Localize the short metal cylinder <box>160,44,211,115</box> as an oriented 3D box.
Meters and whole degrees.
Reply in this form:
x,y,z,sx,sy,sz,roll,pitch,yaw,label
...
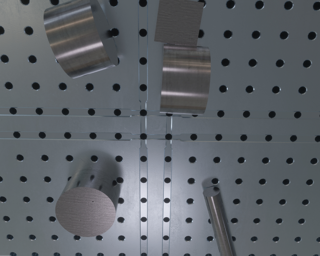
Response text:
x,y,z,sx,sy,sz,roll,pitch,yaw,label
0.027,-0.056,0.364,0.050,0.080,0.079,3,110,-1,short metal cylinder

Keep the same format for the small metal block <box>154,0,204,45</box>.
x,y,z,sx,sy,sz,roll,pitch,yaw,label
0.021,-0.126,0.367,0.050,0.025,0.050,8,110,-3,small metal block

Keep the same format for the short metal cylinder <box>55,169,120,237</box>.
x,y,z,sx,sy,sz,roll,pitch,yaw,label
-0.100,0.105,0.438,0.081,0.050,0.079,0,110,0,short metal cylinder

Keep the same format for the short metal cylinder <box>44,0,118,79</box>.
x,y,z,sx,sy,sz,roll,pitch,yaw,label
-0.085,-0.101,0.346,0.050,0.080,0.080,-16,110,6,short metal cylinder

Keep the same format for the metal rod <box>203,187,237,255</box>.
x,y,z,sx,sy,sz,roll,pitch,yaw,label
0.116,0.226,0.498,0.025,0.025,0.298,-15,110,5,metal rod
